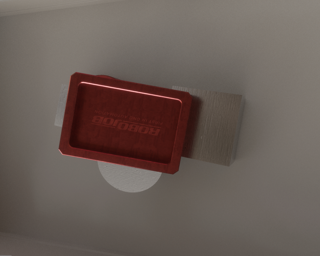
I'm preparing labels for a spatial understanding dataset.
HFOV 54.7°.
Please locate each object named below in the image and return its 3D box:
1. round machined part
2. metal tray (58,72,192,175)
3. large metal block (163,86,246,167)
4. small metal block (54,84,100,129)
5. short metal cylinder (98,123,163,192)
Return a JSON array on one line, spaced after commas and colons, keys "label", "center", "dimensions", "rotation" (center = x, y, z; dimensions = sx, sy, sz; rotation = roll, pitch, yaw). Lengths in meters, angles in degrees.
[{"label": "round machined part", "center": [-0.084, -0.025, 0.428], "dimensions": [0.098, 0.042, 0.097], "rotation": [0, 90, 19]}, {"label": "metal tray", "center": [-0.037, -0.006, 0.343], "dimensions": [0.131, 0.030, 0.089], "rotation": [10, 94, 0]}, {"label": "large metal block", "center": [0.054, -0.004, 0.375], "dimensions": [0.080, 0.050, 0.079], "rotation": [11, 94, 19]}, {"label": "small metal block", "center": [-0.100, -0.025, 0.385], "dimensions": [0.025, 0.050, 0.050], "rotation": [13, 95, 19]}, {"label": "short metal cylinder", "center": [-0.032, 0.034, 0.394], "dimensions": [0.080, 0.050, 0.079], "rotation": [2, 103, 7]}]
